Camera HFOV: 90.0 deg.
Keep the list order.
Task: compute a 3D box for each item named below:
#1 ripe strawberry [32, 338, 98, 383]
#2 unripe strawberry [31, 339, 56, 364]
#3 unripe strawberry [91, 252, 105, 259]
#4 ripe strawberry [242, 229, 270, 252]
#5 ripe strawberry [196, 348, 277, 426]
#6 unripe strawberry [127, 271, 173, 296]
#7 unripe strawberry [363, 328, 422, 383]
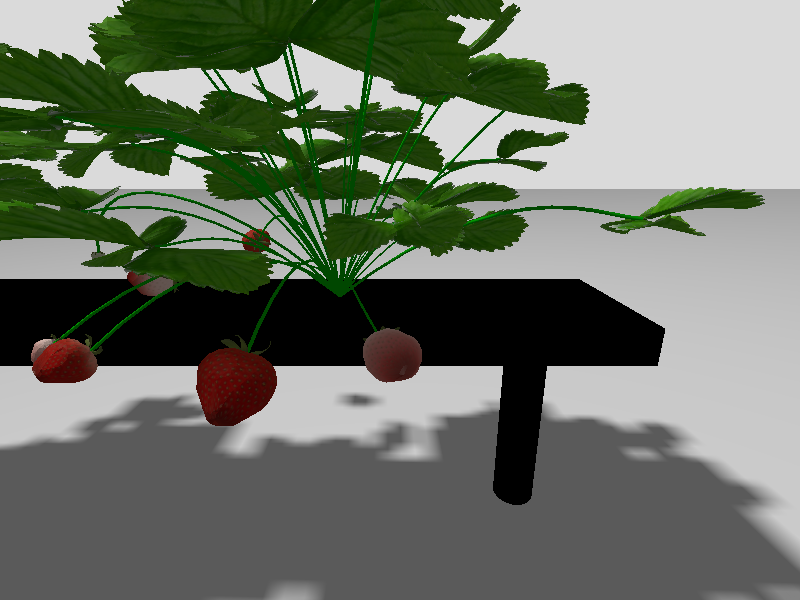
[{"bbox_3d":[-0.174,0.033,0.207,0.027,0.024,0.024,12,28,34],"label":"ripe strawberry"},{"bbox_3d":[-0.205,0.031,0.232,0.015,0.016,0.016,18,-29,45],"label":"unripe strawberry"},{"bbox_3d":[-0.299,-0.042,0.397,0.011,0.011,0.010,3,17,9],"label":"unripe strawberry"},{"bbox_3d":[-0.204,-0.084,0.565,0.039,0.033,0.039,-12,16,-33],"label":"ripe strawberry"},{"bbox_3d":[-0.074,0.039,0.178,0.034,0.034,0.030,2,-44,6],"label":"ripe strawberry"},{"bbox_3d":[-0.225,-0.021,0.364,0.039,0.033,0.039,0,17,2],"label":"unripe strawberry"},{"bbox_3d":[-0.003,0.030,0.210,0.032,0.027,0.032,-6,19,-17],"label":"unripe strawberry"}]
